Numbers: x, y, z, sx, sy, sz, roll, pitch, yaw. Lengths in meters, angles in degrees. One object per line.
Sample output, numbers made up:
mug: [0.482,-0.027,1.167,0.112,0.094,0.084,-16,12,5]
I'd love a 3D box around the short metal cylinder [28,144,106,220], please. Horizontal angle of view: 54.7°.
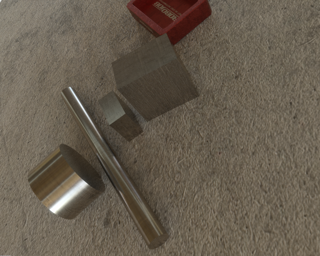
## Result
short metal cylinder: [-0.115,0.066,0.386,0.050,0.080,0.080,-42,51,-1]

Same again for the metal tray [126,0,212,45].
metal tray: [0.012,-0.198,0.514,0.090,0.030,0.130,-40,51,1]

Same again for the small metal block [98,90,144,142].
small metal block: [-0.053,-0.016,0.424,0.025,0.050,0.050,-36,51,4]

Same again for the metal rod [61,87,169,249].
metal rod: [-0.077,0.032,0.422,0.025,0.025,0.300,-41,51,0]

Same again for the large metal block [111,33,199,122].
large metal block: [-0.005,-0.064,0.409,0.080,0.080,0.050,-26,53,12]
